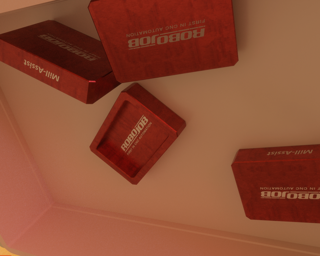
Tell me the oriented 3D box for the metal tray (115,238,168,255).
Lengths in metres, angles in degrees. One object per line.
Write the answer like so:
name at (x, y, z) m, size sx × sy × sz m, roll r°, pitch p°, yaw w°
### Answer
metal tray at (-0.019, 0.270, 0.584) m, size 0.090 × 0.030 × 0.129 m, roll -8°, pitch 115°, yaw 31°

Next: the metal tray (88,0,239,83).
metal tray at (0.007, -0.099, 0.308) m, size 0.130 × 0.030 × 0.090 m, roll -7°, pitch 128°, yaw 14°

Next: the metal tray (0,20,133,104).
metal tray at (-0.110, -0.084, 0.372) m, size 0.130 × 0.090 × 0.030 m, roll 26°, pitch 128°, yaw 12°

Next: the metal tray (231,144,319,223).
metal tray at (0.159, 0.067, 0.363) m, size 0.130 × 0.030 × 0.090 m, roll -7°, pitch 115°, yaw 31°

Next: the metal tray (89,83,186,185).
metal tray at (-0.035, 0.013, 0.431) m, size 0.090 × 0.030 × 0.129 m, roll 39°, pitch 129°, yaw 1°
